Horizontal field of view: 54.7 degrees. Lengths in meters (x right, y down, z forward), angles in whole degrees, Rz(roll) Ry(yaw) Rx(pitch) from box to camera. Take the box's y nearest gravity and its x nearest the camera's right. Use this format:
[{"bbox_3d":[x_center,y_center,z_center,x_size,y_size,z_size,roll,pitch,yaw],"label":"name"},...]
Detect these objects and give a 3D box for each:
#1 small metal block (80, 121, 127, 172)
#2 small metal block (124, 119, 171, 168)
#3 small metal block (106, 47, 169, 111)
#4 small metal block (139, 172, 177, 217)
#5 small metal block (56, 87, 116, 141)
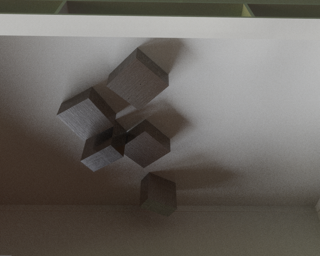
[{"bbox_3d":[-0.074,0.023,0.412,0.050,0.050,0.025,-27,125,21],"label":"small metal block"},{"bbox_3d":[-0.021,0.023,0.428,0.050,0.025,0.050,-34,123,25],"label":"small metal block"},{"bbox_3d":[-0.025,-0.056,0.361,0.050,0.025,0.050,37,121,-27],"label":"small metal block"},{"bbox_3d":[-0.002,0.103,0.480,0.050,0.050,0.025,25,126,-20],"label":"small metal block"},{"bbox_3d":[-0.092,-0.017,0.394,0.050,0.025,0.050,-25,126,19],"label":"small metal block"}]
